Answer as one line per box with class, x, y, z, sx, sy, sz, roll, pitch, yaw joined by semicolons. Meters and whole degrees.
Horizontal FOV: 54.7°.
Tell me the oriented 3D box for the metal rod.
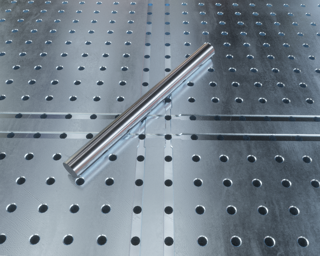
metal rod;-0.012;-0.040;0.440;0.025;0.025;0.301;31;56;23
